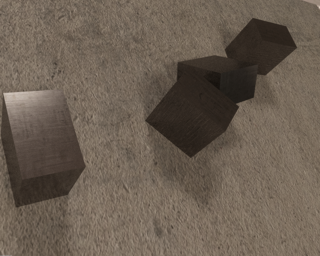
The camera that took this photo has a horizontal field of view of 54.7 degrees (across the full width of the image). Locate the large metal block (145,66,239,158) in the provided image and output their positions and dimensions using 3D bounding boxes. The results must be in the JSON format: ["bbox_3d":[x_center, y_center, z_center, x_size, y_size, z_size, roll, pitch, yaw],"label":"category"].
[{"bbox_3d":[0.040,-0.018,0.403,0.080,0.080,0.050,40,51,-2],"label":"large metal block"}]

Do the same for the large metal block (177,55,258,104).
[{"bbox_3d":[0.082,-0.070,0.451,0.081,0.050,0.080,-19,31,-36],"label":"large metal block"}]

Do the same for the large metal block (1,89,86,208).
[{"bbox_3d":[-0.115,0.020,0.295,0.050,0.080,0.080,-9,66,-32],"label":"large metal block"}]

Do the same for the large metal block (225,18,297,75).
[{"bbox_3d":[0.178,-0.142,0.554,0.081,0.080,0.050,1,61,-28],"label":"large metal block"}]
